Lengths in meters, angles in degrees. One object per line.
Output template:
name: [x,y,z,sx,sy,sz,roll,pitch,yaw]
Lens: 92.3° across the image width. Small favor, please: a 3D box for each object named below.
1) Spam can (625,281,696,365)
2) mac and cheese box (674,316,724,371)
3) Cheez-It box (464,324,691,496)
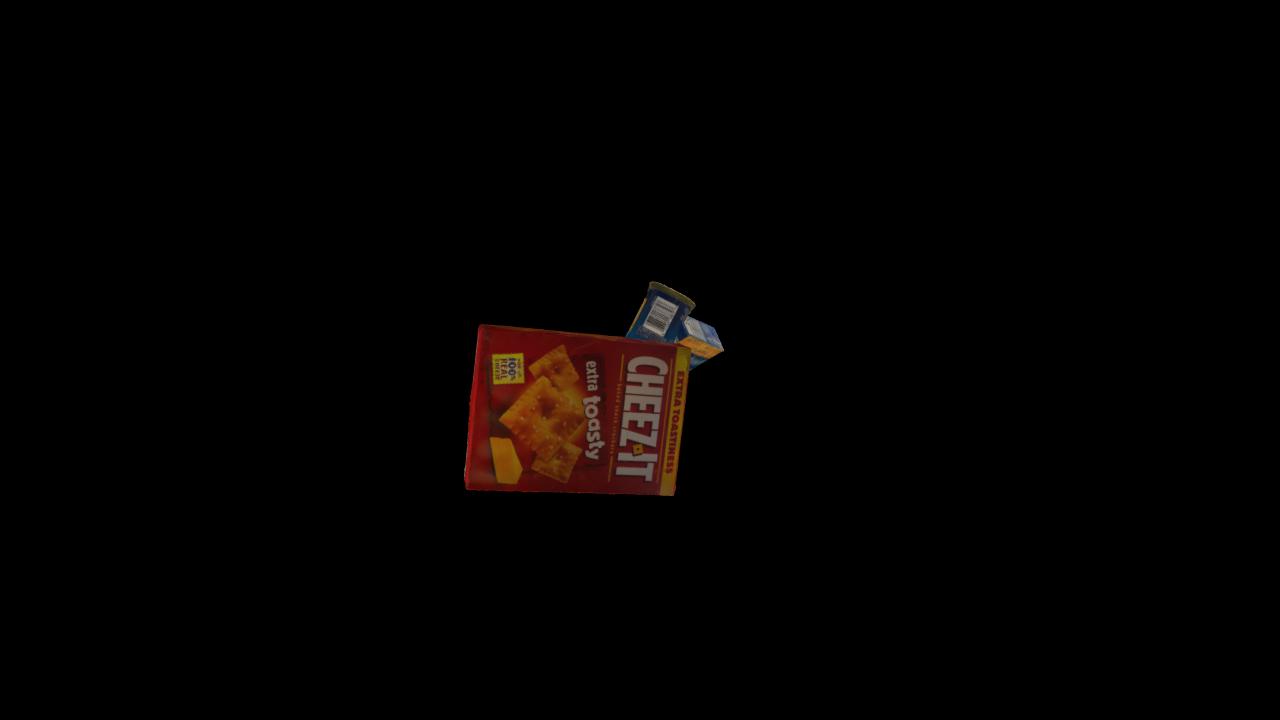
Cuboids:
Spam can: [0.018,-0.036,0.716,0.058,0.085,0.101,27,-3,1]
mac and cheese box: [0.002,0.011,0.751,0.184,0.041,0.093,-33,-24,25]
Cheez-It box: [-0.065,0.055,0.653,0.223,0.166,0.071,5,6,-17]
